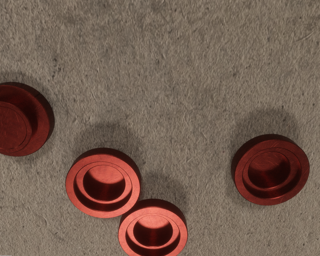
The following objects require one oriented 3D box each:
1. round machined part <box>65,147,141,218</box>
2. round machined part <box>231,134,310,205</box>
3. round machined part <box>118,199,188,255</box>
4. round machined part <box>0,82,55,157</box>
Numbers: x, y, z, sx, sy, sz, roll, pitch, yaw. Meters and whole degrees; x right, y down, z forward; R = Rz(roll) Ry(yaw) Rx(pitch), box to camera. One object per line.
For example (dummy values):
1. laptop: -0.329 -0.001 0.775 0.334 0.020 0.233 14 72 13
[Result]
1. round machined part: -0.075 0.071 0.426 0.099 0.042 0.097 0 110 -1
2. round machined part: 0.146 0.053 0.422 0.099 0.042 0.097 0 110 -1
3. round machined part: -0.010 0.145 0.454 0.099 0.042 0.097 0 110 -1
4. round machined part: -0.191 -0.007 0.396 0.099 0.042 0.097 0 110 -1
